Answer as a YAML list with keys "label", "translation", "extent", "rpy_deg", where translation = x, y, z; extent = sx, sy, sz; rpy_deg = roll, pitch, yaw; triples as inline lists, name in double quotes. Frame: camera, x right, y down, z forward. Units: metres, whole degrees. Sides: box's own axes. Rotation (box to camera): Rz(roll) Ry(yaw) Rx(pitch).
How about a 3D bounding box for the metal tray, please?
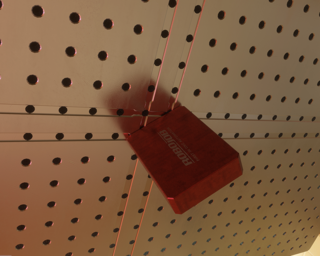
- label: "metal tray"
  translation: [0.025, 0.031, 0.377]
  extent: [0.090, 0.130, 0.030]
  rpy_deg: [-31, 129, -9]
